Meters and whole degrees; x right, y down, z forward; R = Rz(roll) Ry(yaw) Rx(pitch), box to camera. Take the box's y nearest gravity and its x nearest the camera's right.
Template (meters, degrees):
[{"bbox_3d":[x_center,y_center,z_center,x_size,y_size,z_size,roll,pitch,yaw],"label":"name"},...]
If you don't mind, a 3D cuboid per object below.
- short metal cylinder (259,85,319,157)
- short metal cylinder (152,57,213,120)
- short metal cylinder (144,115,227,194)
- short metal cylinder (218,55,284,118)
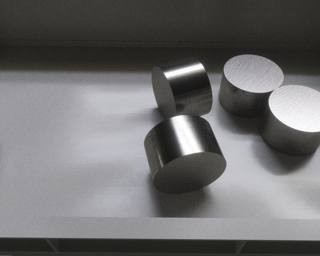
[{"bbox_3d":[0.175,-0.010,0.400,0.081,0.050,0.080,0,50,0],"label":"short metal cylinder"},{"bbox_3d":[0.027,-0.049,0.411,0.050,0.080,0.080,-18,53,-15],"label":"short metal cylinder"},{"bbox_3d":[0.027,0.031,0.344,0.081,0.080,0.050,-10,51,-9],"label":"short metal cylinder"},{"bbox_3d":[0.127,-0.060,0.441,0.081,0.050,0.080,0,50,0],"label":"short metal cylinder"}]
